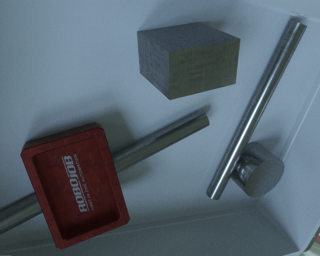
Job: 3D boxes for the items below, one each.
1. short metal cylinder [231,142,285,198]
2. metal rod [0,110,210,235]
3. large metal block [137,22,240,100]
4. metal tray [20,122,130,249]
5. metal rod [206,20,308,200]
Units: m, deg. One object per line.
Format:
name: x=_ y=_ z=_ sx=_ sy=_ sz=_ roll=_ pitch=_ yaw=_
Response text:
short metal cylinder: x=0.162 y=0.071 z=0.528 sx=0.081 sy=0.050 sz=0.079 roll=-14 pitch=125 yaw=-21
metal rod: x=-0.069 y=0.053 z=0.404 sx=0.302 sy=0.025 sz=0.025 roll=-27 pitch=128 yaw=-12
large metal block: x=0.028 y=-0.078 z=0.342 sx=0.081 sy=0.080 sz=0.050 roll=-16 pitch=125 yaw=-20
metal tray: x=-0.096 y=0.067 z=0.367 sx=0.091 sy=0.030 sz=0.129 roll=-18 pitch=108 yaw=-15
metal rod: x=0.141 y=-0.014 z=0.479 sx=0.025 sy=0.025 sz=0.298 roll=7 pitch=115 yaw=-32
